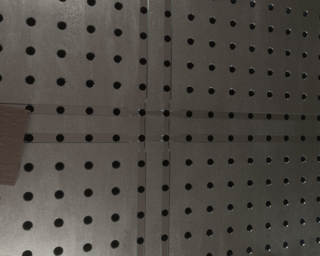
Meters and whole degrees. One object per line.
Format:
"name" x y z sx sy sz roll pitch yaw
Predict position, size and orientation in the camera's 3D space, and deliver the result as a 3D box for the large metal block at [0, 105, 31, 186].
"large metal block" -0.189 0.013 0.330 0.081 0.050 0.080 11 86 -20
